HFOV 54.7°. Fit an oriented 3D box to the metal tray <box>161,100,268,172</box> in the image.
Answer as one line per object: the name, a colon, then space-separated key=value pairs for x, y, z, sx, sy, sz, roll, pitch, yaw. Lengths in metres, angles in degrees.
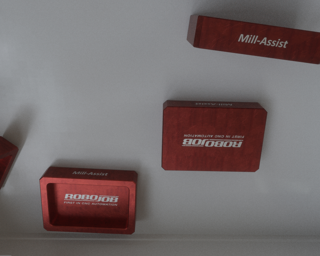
metal tray: x=0.068 y=0.011 z=0.413 sx=0.131 sy=0.030 sz=0.089 roll=1 pitch=110 yaw=-1

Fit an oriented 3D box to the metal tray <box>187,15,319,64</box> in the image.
metal tray: x=0.099 y=-0.099 z=0.340 sx=0.131 sy=0.090 sz=0.030 roll=7 pitch=110 yaw=-3

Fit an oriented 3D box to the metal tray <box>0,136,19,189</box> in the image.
metal tray: x=-0.241 y=0.068 z=0.376 sx=0.030 sy=0.130 sz=0.090 roll=33 pitch=108 yaw=5

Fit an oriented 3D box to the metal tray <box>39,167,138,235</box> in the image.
metal tray: x=-0.100 y=0.105 z=0.446 sx=0.131 sy=0.030 sz=0.089 roll=3 pitch=110 yaw=-2
